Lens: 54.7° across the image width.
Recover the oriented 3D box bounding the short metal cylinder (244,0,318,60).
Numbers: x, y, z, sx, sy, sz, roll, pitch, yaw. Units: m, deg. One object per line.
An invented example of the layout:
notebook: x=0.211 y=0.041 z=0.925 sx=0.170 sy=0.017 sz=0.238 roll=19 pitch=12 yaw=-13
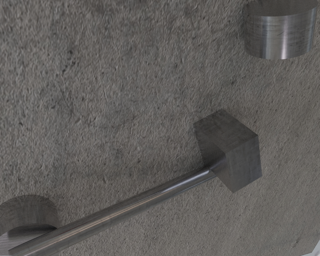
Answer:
short metal cylinder: x=0.143 y=-0.123 z=0.373 sx=0.081 sy=0.080 sz=0.050 roll=-22 pitch=127 yaw=-15

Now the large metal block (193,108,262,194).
large metal block: x=0.097 y=0.031 z=0.444 sx=0.050 sy=0.080 sz=0.080 roll=-28 pitch=128 yaw=-11

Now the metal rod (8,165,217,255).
metal rod: x=-0.037 y=0.105 z=0.412 sx=0.302 sy=0.025 sz=0.025 roll=-17 pitch=126 yaw=-34

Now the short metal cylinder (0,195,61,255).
short metal cylinder: x=-0.164 y=0.130 z=0.381 sx=0.081 sy=0.050 sz=0.079 roll=-14 pitch=124 yaw=-21
